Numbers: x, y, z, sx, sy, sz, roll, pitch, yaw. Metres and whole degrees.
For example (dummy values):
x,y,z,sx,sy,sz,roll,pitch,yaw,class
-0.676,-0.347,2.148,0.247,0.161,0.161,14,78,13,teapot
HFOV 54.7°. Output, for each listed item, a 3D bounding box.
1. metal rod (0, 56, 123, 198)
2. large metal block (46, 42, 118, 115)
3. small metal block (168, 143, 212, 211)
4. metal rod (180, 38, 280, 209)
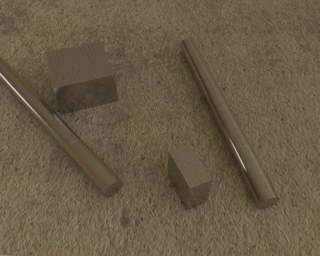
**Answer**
x,y,z,sx,sy,sz,roll,pitch,yaw,class
-0.153,-0.017,0.415,0.025,0.025,0.300,-35,59,-26,metal rod
-0.112,-0.074,0.448,0.081,0.050,0.080,-15,52,-13,large metal block
0.031,0.054,0.342,0.025,0.050,0.050,-19,53,-15,small metal block
0.082,-0.030,0.429,0.025,0.025,0.300,-11,51,-9,metal rod
